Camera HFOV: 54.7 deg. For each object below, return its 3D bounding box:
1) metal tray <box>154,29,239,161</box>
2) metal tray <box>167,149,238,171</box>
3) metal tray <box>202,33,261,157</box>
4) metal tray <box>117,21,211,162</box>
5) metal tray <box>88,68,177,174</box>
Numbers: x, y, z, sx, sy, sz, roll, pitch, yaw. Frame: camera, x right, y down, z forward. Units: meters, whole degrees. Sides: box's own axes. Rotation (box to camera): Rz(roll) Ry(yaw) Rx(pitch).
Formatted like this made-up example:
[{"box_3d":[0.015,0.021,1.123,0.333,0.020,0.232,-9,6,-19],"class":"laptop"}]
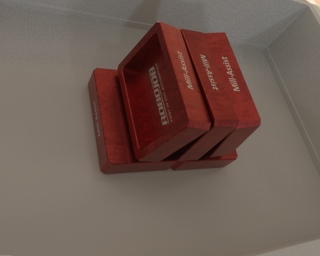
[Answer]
[{"box_3d":[0.034,-0.038,0.362,0.030,0.090,0.130,0,60,-28],"class":"metal tray"},{"box_3d":[0.046,-0.009,0.430,0.091,0.030,0.130,0,62,-28],"class":"metal tray"},{"box_3d":[0.070,-0.040,0.382,0.030,0.090,0.130,-7,65,-15],"class":"metal tray"},{"box_3d":[-0.002,-0.038,0.342,0.030,0.090,0.130,8,57,-39],"class":"metal tray"},{"box_3d":[-0.035,-0.011,0.387,0.091,0.030,0.130,0,62,-28],"class":"metal tray"}]
